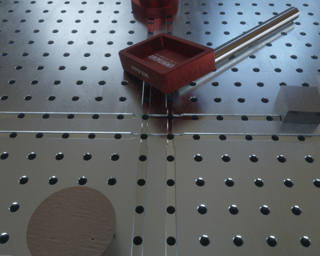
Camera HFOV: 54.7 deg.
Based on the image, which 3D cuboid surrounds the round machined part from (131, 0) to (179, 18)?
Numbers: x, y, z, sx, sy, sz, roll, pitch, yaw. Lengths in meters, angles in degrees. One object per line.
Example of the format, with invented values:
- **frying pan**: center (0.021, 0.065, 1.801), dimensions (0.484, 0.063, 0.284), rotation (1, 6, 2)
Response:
- **round machined part**: center (-0.009, -0.264, 0.618), dimensions (0.099, 0.042, 0.098), rotation (0, 50, 0)

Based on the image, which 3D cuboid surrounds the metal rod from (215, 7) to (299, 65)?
- **metal rod**: center (0.139, -0.147, 0.531), dimensions (0.302, 0.025, 0.025), rotation (-32, 57, -24)

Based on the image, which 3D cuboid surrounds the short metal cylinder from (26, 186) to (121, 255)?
- **short metal cylinder**: center (-0.081, 0.105, 0.303), dimensions (0.081, 0.050, 0.080), rotation (0, 50, 0)

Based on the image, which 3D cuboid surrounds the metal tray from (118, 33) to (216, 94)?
- **metal tray**: center (0.007, -0.102, 0.464), dimensions (0.091, 0.030, 0.130), rotation (-29, 39, -21)

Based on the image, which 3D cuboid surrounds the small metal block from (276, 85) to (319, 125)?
- **small metal block**: center (0.197, -0.033, 0.437), dimensions (0.050, 0.025, 0.050), rotation (3, 50, 2)
